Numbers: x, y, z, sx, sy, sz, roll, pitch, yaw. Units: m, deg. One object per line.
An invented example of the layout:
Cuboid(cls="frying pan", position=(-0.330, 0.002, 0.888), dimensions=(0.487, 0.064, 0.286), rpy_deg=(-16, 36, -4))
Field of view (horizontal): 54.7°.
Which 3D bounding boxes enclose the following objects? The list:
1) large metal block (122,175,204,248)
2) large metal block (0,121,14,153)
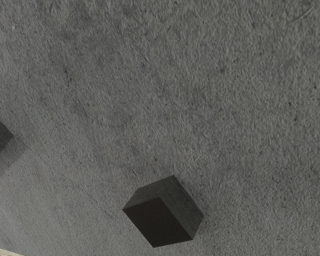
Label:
Cuboid(cls="large metal block", position=(0.005, 0.127, 0.467), dimensions=(0.080, 0.050, 0.080), rpy_deg=(-28, 103, 37))
Cuboid(cls="large metal block", position=(-0.334, 0.014, 0.576), dimensions=(0.080, 0.050, 0.080), rpy_deg=(49, 129, -6))
